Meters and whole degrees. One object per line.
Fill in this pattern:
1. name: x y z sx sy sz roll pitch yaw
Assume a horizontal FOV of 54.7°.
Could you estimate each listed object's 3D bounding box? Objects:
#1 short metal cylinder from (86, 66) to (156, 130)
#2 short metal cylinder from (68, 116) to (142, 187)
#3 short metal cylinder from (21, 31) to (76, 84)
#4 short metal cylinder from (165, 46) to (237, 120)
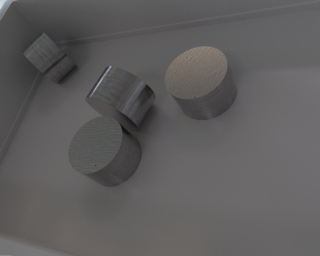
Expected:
1. short metal cylinder: -0.053 -0.039 0.422 0.080 0.080 0.050 19 72 35
2. short metal cylinder: -0.072 0.031 0.408 0.080 0.050 0.080 -13 56 21
3. short metal cylinder: -0.195 -0.124 0.550 0.050 0.080 0.080 -45 51 -3
4. short metal cylinder: 0.053 -0.057 0.397 0.080 0.050 0.080 -13 56 21
